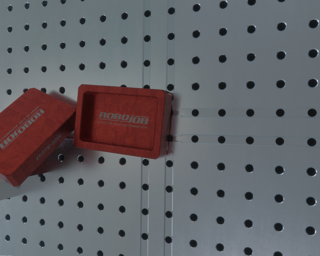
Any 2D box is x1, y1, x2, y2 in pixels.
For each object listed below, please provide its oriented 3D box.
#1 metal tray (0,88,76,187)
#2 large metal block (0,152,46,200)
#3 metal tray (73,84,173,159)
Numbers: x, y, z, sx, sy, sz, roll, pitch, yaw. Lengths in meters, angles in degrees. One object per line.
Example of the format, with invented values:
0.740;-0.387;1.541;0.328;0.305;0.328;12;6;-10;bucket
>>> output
-0.189;0.007;0.434;0.090;0.030;0.130;25;56;18;metal tray
-0.238;0.072;0.467;0.080;0.080;0.050;-35;79;17;large metal block
-0.053;-0.011;0.428;0.130;0.030;0.089;6;92;19;metal tray
